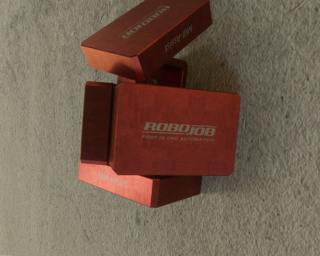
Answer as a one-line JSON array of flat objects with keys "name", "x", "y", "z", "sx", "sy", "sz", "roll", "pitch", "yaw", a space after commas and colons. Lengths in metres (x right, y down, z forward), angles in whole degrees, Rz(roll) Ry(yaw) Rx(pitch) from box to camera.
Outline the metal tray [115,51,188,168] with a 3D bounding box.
[{"name": "metal tray", "x": -0.010, "y": -0.021, "z": 0.370, "sx": 0.030, "sy": 0.091, "sz": 0.129, "roll": 9, "pitch": 96, "yaw": 39}]

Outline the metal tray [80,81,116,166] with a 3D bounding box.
[{"name": "metal tray", "x": -0.064, "y": -0.009, "z": 0.394, "sx": 0.030, "sy": 0.130, "sz": 0.089, "roll": 5, "pitch": 94, "yaw": 3}]

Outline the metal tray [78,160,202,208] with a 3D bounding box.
[{"name": "metal tray", "x": -0.026, "y": 0.058, "z": 0.383, "sx": 0.130, "sy": 0.091, "sz": 0.030, "roll": 9, "pitch": 96, "yaw": 39}]

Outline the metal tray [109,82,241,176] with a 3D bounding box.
[{"name": "metal tray", "x": 0.016, "y": 0.003, "z": 0.326, "sx": 0.030, "sy": 0.131, "sz": 0.089, "roll": -162, "pitch": 76, "yaw": -72}]

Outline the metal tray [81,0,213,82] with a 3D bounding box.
[{"name": "metal tray", "x": -0.013, "y": -0.109, "z": 0.355, "sx": 0.090, "sy": 0.131, "sz": 0.030, "roll": 22, "pitch": 145, "yaw": 37}]
